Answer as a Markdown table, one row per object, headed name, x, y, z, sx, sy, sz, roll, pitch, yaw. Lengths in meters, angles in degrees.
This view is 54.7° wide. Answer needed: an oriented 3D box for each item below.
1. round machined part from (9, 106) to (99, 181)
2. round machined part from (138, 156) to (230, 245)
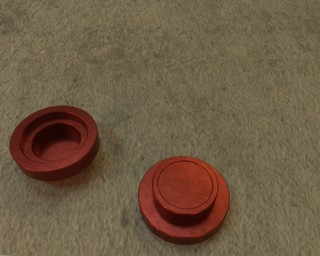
| name | x | y | z | sx | sy | sz | roll | pitch | yaw |
| --- | --- | --- | --- | --- | --- | --- | --- | --- | --- |
| round machined part | -0.122 | 0.022 | 0.372 | 0.099 | 0.042 | 0.098 | 0 | 50 | 0 |
| round machined part | 0.026 | 0.070 | 0.334 | 0.099 | 0.042 | 0.098 | 0 | 50 | 0 |
